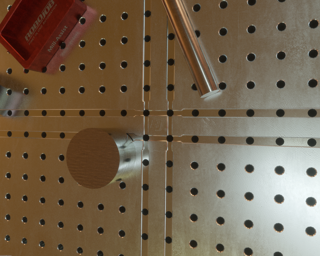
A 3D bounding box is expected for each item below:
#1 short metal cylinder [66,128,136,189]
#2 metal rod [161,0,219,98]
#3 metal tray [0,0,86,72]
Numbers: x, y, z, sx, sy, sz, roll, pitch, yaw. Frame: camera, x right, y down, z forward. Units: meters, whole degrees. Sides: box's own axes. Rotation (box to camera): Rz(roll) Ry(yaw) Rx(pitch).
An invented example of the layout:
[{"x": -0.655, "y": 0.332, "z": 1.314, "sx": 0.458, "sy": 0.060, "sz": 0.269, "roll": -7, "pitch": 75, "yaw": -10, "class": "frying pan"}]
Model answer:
[{"x": -0.080, "y": 0.039, "z": 0.427, "sx": 0.080, "sy": 0.050, "sz": 0.080, "roll": 0, "pitch": 90, "yaw": 20, "class": "short metal cylinder"}, {"x": 0.010, "y": -0.181, "z": 0.408, "sx": 0.025, "sy": 0.025, "sz": 0.299, "roll": -23, "pitch": 82, "yaw": 18, "class": "metal rod"}, {"x": -0.185, "y": -0.164, "z": 0.475, "sx": 0.090, "sy": 0.030, "sz": 0.130, "roll": 44, "pitch": 103, "yaw": 14, "class": "metal tray"}]
